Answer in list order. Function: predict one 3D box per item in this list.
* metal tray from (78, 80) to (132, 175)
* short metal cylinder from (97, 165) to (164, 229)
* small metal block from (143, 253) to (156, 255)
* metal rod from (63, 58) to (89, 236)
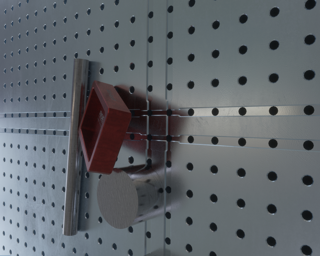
[{"bbox_3d":[-0.083,-0.006,0.438,0.089,0.030,0.130,-69,27,17],"label":"metal tray"},{"bbox_3d":[-0.041,0.092,0.427,0.080,0.050,0.080,0,91,40],"label":"short metal cylinder"},{"bbox_3d":[-0.005,0.203,0.414,0.050,0.025,0.050,4,92,40],"label":"small metal block"},{"bbox_3d":[-0.143,0.034,0.528,0.025,0.025,0.298,8,95,40],"label":"metal rod"}]
